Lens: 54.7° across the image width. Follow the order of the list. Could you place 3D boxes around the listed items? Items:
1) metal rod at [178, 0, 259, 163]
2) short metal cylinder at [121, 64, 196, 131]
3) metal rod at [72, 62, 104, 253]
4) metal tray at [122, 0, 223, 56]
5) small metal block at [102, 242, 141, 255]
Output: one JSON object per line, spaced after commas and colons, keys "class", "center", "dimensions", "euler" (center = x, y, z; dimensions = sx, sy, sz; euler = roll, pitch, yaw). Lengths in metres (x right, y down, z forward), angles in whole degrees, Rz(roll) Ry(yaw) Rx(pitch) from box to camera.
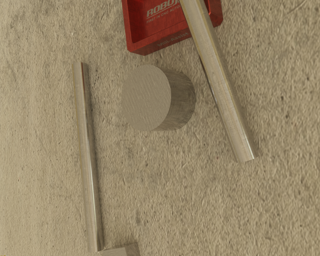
{"class": "metal rod", "center": [0.043, -0.108, 0.330], "dimensions": [0.025, 0.025, 0.298], "euler": [-20, 89, 38]}
{"class": "short metal cylinder", "center": [-0.002, -0.036, 0.389], "dimensions": [0.080, 0.050, 0.079], "euler": [0, 90, 39]}
{"class": "metal rod", "center": [-0.117, 0.043, 0.498], "dimensions": [0.025, 0.025, 0.298], "euler": [-11, 83, 39]}
{"class": "metal tray", "center": [0.010, -0.155, 0.391], "dimensions": [0.130, 0.030, 0.089], "euler": [-11, 83, 39]}
{"class": "small metal block", "center": [-0.052, 0.196, 0.446], "dimensions": [0.050, 0.025, 0.050], "euler": [-25, 75, 37]}
